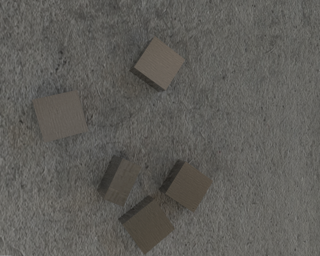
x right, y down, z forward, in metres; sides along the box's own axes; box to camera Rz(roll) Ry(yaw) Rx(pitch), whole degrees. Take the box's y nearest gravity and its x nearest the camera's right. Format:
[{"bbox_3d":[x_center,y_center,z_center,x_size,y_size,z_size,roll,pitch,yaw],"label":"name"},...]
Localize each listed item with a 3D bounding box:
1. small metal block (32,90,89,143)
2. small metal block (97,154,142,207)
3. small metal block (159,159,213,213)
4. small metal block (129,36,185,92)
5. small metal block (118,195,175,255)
[{"bbox_3d":[-0.117,-0.014,0.366,0.050,0.025,0.050,-16,96,-19],"label":"small metal block"},{"bbox_3d":[-0.051,0.062,0.377,0.025,0.050,0.050,27,81,-18],"label":"small metal block"},{"bbox_3d":[0.035,0.078,0.422,0.050,0.025,0.050,37,78,-17],"label":"small metal block"},{"bbox_3d":[-0.004,-0.083,0.407,0.050,0.025,0.050,35,79,-17],"label":"small metal block"},{"bbox_3d":[-0.017,0.125,0.403,0.050,0.025,0.050,-36,102,-16],"label":"small metal block"}]
